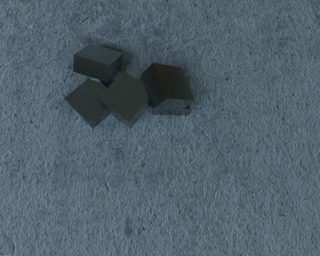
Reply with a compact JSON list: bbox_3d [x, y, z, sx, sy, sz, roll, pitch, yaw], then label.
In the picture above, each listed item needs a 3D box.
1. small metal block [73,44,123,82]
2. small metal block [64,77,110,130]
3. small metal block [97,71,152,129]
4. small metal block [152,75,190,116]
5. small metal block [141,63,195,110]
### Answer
[{"bbox_3d":[-0.085,-0.091,0.429,0.050,0.025,0.050,18,34,6],"label":"small metal block"},{"bbox_3d":[-0.091,-0.035,0.421,0.050,0.025,0.050,-43,76,-14],"label":"small metal block"},{"bbox_3d":[-0.042,-0.036,0.394,0.050,0.025,0.050,36,74,12],"label":"small metal block"},{"bbox_3d":[0.015,-0.045,0.426,0.050,0.025,0.050,2,70,0],"label":"small metal block"},{"bbox_3d":[0.011,-0.051,0.388,0.050,0.025,0.050,-1,64,-44],"label":"small metal block"}]
